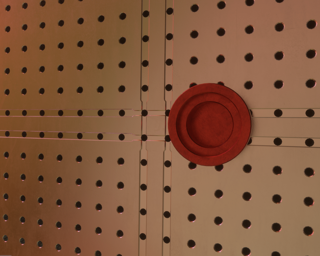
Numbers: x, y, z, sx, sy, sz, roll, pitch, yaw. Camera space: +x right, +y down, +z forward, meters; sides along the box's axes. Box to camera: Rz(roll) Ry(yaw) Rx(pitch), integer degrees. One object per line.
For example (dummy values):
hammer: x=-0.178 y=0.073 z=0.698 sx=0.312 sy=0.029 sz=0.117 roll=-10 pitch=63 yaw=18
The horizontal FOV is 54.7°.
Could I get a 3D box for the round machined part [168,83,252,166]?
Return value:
round machined part: x=0.063 y=-0.004 z=0.381 sx=0.098 sy=0.042 sz=0.097 roll=0 pitch=90 yaw=19
